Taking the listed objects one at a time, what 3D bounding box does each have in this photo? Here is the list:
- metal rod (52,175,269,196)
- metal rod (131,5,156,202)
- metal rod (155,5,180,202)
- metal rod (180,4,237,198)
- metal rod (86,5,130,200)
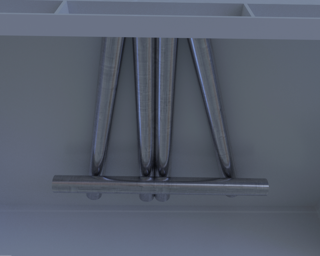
[{"bbox_3d":[0.001,0.082,0.443,0.302,0.025,0.025,1,130,-1],"label":"metal rod"},{"bbox_3d":[-0.019,-0.004,0.404,0.025,0.025,0.298,1,130,-1],"label":"metal rod"},{"bbox_3d":[0.006,-0.004,0.404,0.025,0.025,0.298,0,130,-1],"label":"metal rod"},{"bbox_3d":[0.074,-0.009,0.401,0.025,0.025,0.299,-12,129,10],"label":"metal rod"},{"bbox_3d":[-0.074,-0.006,0.402,0.025,0.025,0.298,9,130,-8],"label":"metal rod"}]
